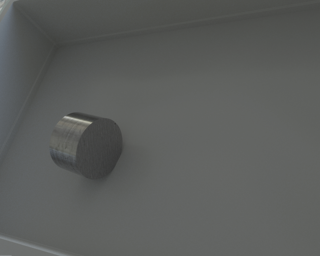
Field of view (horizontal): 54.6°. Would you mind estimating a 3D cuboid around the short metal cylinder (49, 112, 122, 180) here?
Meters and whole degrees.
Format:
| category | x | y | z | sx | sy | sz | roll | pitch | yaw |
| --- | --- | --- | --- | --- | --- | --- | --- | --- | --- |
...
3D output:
| category | x | y | z | sx | sy | sz | roll | pitch | yaw |
| --- | --- | --- | --- | --- | --- | --- | --- | --- | --- |
| short metal cylinder | -0.095 | 0.022 | 0.408 | 0.050 | 0.080 | 0.080 | 12 | 68 | 33 |
